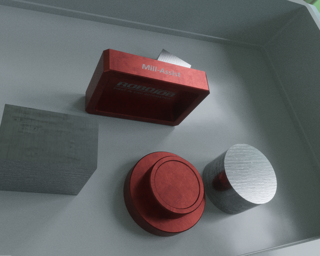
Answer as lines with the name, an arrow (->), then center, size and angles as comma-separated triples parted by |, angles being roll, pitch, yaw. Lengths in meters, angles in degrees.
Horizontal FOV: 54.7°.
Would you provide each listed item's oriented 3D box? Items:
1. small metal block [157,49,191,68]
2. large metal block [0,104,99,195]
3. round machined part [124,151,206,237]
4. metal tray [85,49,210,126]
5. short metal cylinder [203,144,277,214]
small metal block -> 0.014, -0.084, 0.466 | 0.050, 0.025, 0.050 | 29, 52, -11
large metal block -> -0.110, 0.026, 0.296 | 0.081, 0.080, 0.050 | 10, 58, -24
round machined part -> 0.011, 0.071, 0.359 | 0.099, 0.042, 0.098 | 14, 56, -21
metal tray -> -0.017, -0.044, 0.382 | 0.131, 0.090, 0.030 | 8, 58, -24
short metal cylinder -> 0.104, 0.067, 0.407 | 0.081, 0.050, 0.080 | 14, 56, -21
